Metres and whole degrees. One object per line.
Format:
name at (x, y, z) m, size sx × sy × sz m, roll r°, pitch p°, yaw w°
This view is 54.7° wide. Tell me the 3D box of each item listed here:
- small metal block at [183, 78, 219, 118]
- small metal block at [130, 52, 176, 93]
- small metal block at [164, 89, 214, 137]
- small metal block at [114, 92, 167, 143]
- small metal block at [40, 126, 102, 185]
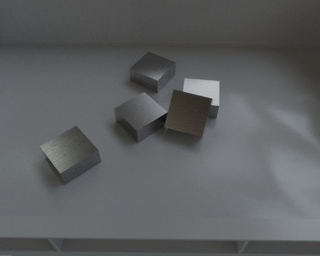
small metal block at (0.058, -0.043, 0.441) m, size 0.050 × 0.025 × 0.050 m, roll 6°, pitch 50°, yaw 4°
small metal block at (-0.011, -0.087, 0.478) m, size 0.050 × 0.025 × 0.050 m, roll 26°, pitch 55°, yaw 20°
small metal block at (0.038, -0.019, 0.404) m, size 0.050 × 0.025 × 0.050 m, roll 15°, pitch 95°, yaw 12°
small metal block at (-0.025, -0.015, 0.418) m, size 0.050 × 0.025 × 0.050 m, roll -32°, pitch 57°, yaw -24°
small metal block at (-0.108, 0.032, 0.377) m, size 0.050 × 0.025 × 0.050 m, roll -33°, pitch 58°, yaw -25°
